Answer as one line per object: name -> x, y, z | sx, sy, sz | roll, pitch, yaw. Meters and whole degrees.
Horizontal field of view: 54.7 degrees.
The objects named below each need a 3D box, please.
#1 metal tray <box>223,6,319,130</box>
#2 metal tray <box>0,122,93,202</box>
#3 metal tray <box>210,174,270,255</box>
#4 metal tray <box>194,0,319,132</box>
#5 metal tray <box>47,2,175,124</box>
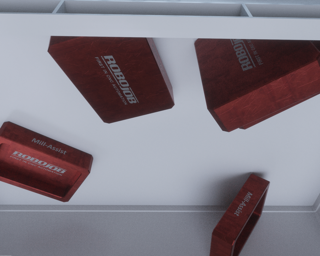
metal tray -> 0.126, -0.062, 0.315 | 0.130, 0.090, 0.030 | -28, 125, 21
metal tray -> -0.176, 0.054, 0.448 | 0.131, 0.030, 0.090 | 26, 125, -21
metal tray -> 0.120, 0.142, 0.466 | 0.030, 0.131, 0.089 | 23, 135, 29
metal tray -> 0.083, -0.064, 0.287 | 0.090, 0.130, 0.030 | -26, 126, 20
metal tray -> -0.044, -0.060, 0.332 | 0.090, 0.030, 0.130 | -13, 144, 11
